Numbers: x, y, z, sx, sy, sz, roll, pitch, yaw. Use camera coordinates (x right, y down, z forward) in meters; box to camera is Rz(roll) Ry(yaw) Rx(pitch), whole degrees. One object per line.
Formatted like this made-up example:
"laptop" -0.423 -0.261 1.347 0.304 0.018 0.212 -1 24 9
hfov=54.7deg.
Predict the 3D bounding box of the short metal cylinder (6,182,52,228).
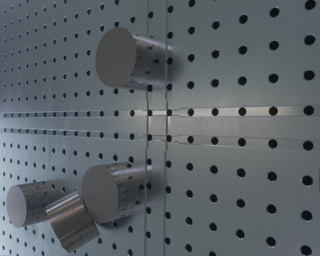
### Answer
"short metal cylinder" -0.256 0.148 0.605 0.080 0.050 0.079 0 90 40

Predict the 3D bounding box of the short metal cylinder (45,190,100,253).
"short metal cylinder" -0.133 0.143 0.477 0.080 0.050 0.080 54 162 27

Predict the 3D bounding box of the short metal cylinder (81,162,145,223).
"short metal cylinder" -0.069 0.092 0.450 0.080 0.050 0.079 0 90 40

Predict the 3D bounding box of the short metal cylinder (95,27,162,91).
"short metal cylinder" -0.044 -0.094 0.429 0.080 0.050 0.079 0 90 40
